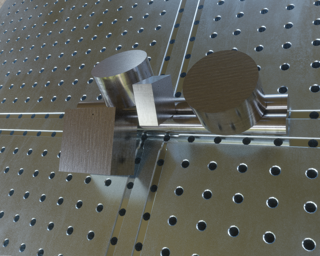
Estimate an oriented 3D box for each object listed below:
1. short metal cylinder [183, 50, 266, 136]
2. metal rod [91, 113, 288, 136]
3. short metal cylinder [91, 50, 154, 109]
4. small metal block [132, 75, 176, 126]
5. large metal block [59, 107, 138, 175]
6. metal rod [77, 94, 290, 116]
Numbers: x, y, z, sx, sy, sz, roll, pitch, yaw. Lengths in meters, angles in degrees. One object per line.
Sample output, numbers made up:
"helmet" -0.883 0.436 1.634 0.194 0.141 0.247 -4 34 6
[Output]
"short metal cylinder" 0.072 -0.038 0.341 0.080 0.050 0.080 -13 56 21
"metal rod" 0.005 -0.006 0.405 0.300 0.025 0.025 1 62 28
"short metal cylinder" -0.049 -0.070 0.438 0.080 0.050 0.080 -13 33 9
"small metal block" -0.005 -0.034 0.375 0.025 0.050 0.050 1 20 28
"large metal block" -0.078 0.018 0.400 0.080 0.050 0.080 -1 82 28
"metal rod" 0.011 -0.028 0.415 0.300 0.025 0.025 1 62 28
